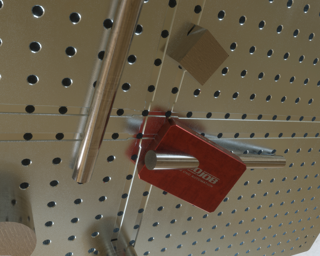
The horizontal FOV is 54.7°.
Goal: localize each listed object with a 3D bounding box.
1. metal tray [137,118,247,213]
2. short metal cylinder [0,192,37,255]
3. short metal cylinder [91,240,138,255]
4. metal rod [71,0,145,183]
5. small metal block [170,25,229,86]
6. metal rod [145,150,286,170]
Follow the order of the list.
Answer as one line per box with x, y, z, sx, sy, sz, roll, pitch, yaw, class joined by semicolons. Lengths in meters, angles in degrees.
0.045;0.056;0.440;0.131;0.030;0.090;29;103;-17;metal tray
-0.192;0.124;0.367;0.081;0.050;0.079;-14;125;-21;short metal cylinder
-0.071;0.230;0.500;0.081;0.050;0.079;-14;125;-21;short metal cylinder
-0.052;-0.067;0.341;0.025;0.025;0.298;6;115;-32;metal rod
0.049;-0.089;0.385;0.050;0.025;0.050;-49;129;6;small metal block
0.105;0.051;0.481;0.302;0.025;0.025;6;116;-39;metal rod
